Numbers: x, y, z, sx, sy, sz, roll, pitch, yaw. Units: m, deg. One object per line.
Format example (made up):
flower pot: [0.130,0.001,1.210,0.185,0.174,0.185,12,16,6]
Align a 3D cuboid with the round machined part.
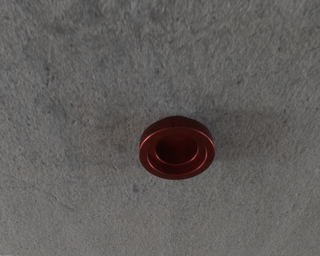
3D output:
round machined part: [0.022,0.022,0.415,0.099,0.042,0.097,-1,130,0]
